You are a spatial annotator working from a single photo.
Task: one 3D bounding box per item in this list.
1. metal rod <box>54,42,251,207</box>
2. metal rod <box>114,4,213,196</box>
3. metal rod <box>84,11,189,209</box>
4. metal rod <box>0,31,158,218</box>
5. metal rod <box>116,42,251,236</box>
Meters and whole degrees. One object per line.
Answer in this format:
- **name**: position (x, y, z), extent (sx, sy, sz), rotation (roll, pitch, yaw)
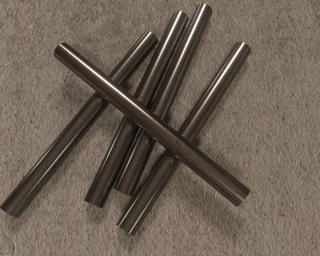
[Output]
- **metal rod**: position (-0.019, -0.012, 0.384), extent (0.300, 0.025, 0.025), rotation (39, 74, 12)
- **metal rod**: position (0.012, -0.051, 0.426), extent (0.025, 0.025, 0.300), rotation (21, 71, 7)
- **metal rod**: position (-0.025, -0.038, 0.421), extent (0.025, 0.025, 0.300), rotation (21, 71, 7)
- **metal rod**: position (-0.096, -0.017, 0.412), extent (0.025, 0.025, 0.300), rotation (32, 73, 11)
- **metal rod**: position (0.040, 0.002, 0.407), extent (0.025, 0.025, 0.300), rotation (31, 73, 10)
